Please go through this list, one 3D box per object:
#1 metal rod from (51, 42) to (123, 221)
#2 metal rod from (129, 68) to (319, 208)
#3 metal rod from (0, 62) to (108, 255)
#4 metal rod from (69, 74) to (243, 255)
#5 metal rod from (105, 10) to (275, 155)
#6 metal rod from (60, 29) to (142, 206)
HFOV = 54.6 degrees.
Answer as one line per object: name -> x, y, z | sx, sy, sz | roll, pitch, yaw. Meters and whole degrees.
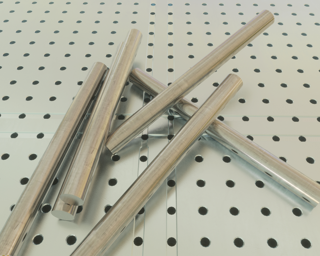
metal rod -> -0.081, -0.021, 0.424 | 0.025, 0.025, 0.300 | 7, 50, 6
metal rod -> 0.070, -0.001, 0.409 | 0.300, 0.025, 0.025 | 36, 59, 26
metal rod -> -0.125, 0.019, 0.391 | 0.025, 0.025, 0.300 | 9, 51, 8
metal rod -> 0.008, 0.037, 0.355 | 0.025, 0.025, 0.301 | 31, 63, 23
metal rod -> 0.046, -0.069, 0.422 | 0.301, 0.025, 0.025 | -40, 60, -13
metal rod -> -0.065, -0.039, 0.412 | 0.025, 0.025, 0.300 | 7, 50, 6
